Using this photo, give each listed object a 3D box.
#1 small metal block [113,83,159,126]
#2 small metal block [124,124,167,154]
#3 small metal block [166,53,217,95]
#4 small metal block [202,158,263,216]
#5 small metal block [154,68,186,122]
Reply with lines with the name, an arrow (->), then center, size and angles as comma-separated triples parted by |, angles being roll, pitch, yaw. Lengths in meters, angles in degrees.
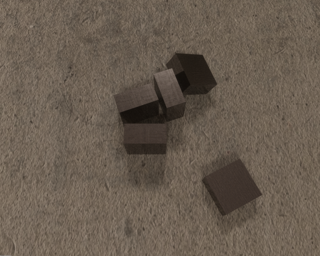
small metal block -> -0.030, -0.029, 0.405 | 0.050, 0.050, 0.025 | -19, 72, -7
small metal block -> -0.018, 0.015, 0.389 | 0.050, 0.050, 0.025 | 0, 70, -1
small metal block -> 0.043, -0.073, 0.423 | 0.050, 0.025, 0.050 | -7, 67, -38
small metal block -> 0.088, 0.073, 0.382 | 0.050, 0.025, 0.050 | -26, 72, -9
small metal block -> 0.012, -0.042, 0.410 | 0.025, 0.050, 0.050 | -18, 71, -6
